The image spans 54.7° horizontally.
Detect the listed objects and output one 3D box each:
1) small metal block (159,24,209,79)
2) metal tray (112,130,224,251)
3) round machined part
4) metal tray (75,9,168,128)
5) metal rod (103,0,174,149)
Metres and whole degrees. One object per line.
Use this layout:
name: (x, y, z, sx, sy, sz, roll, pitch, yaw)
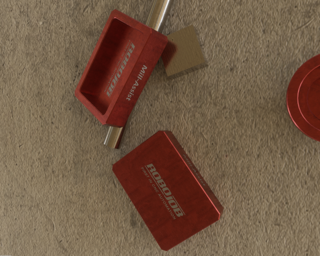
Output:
small metal block: (0.029, -0.096, 0.398, 0.050, 0.025, 0.050, -19, 84, 18)
metal tray: (0.008, 0.079, 0.403, 0.090, 0.030, 0.130, -37, 79, 16)
round machined part: (0.188, -0.031, 0.334, 0.098, 0.042, 0.097, 0, 90, 19)
metal tray: (-0.055, -0.077, 0.402, 0.090, 0.030, 0.129, 41, 108, 38)
metal rod: (-0.015, -0.114, 0.413, 0.025, 0.025, 0.298, 23, 97, 18)
